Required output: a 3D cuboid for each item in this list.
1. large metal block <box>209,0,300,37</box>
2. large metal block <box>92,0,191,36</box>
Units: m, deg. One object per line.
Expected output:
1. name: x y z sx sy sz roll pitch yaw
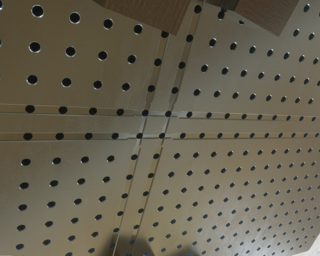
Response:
1. large metal block: 0.118 -0.163 0.360 0.081 0.050 0.079 13 112 -34
2. large metal block: -0.012 -0.146 0.299 0.081 0.050 0.079 11 113 -33
